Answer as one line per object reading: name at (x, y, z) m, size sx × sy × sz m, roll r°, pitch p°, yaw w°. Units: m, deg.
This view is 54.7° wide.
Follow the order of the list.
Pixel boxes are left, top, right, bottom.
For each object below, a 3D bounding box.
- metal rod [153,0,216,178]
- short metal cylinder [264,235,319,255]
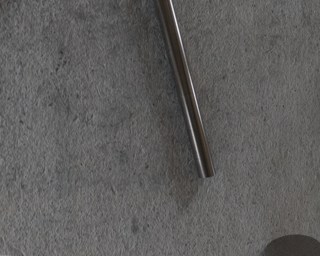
metal rod at (0.028, -0.078, 0.419) m, size 0.025 × 0.025 × 0.298 m, roll -17°, pitch 96°, yaw -19°
short metal cylinder at (0.201, 0.201, 0.454) m, size 0.081 × 0.080 × 0.050 m, roll -21°, pitch 97°, yaw -19°
